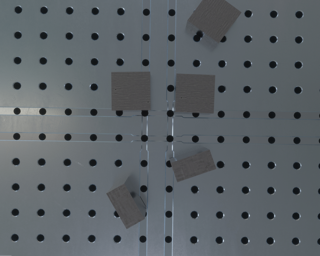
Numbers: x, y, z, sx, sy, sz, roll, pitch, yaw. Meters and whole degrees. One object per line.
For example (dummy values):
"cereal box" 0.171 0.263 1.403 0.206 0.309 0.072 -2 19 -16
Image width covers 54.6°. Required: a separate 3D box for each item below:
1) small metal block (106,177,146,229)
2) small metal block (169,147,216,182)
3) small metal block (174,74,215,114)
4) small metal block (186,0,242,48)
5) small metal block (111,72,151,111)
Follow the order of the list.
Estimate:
"small metal block" -0.042 0.095 0.401 0.025 0.050 0.050 -30 90 0
"small metal block" 0.041 0.046 0.401 0.050 0.050 0.025 -19 90 0
"small metal block" 0.046 -0.045 0.414 0.050 0.025 0.050 2 90 0
"small metal block" 0.071 -0.145 0.414 0.050 0.025 0.050 36 90 0
"small metal block" -0.038 -0.048 0.413 0.050 0.025 0.050 -1 90 0
